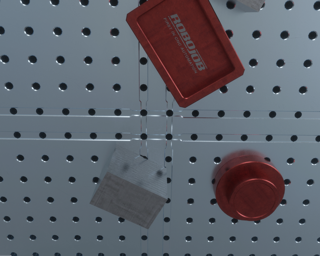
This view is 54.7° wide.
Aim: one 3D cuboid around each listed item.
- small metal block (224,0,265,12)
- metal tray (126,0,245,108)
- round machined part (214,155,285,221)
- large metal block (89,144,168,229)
[{"bbox_3d":[0.088,-0.152,0.344,0.050,0.050,0.025,24,108,-9],"label":"small metal block"},{"bbox_3d":[0.031,-0.101,0.373,0.090,0.030,0.130,-30,108,10],"label":"metal tray"},{"bbox_3d":[0.129,0.092,0.439,0.099,0.042,0.097,0,110,0],"label":"round machined part"},{"bbox_3d":[-0.038,0.075,0.411,0.080,0.080,0.050,27,108,-10],"label":"large metal block"}]
